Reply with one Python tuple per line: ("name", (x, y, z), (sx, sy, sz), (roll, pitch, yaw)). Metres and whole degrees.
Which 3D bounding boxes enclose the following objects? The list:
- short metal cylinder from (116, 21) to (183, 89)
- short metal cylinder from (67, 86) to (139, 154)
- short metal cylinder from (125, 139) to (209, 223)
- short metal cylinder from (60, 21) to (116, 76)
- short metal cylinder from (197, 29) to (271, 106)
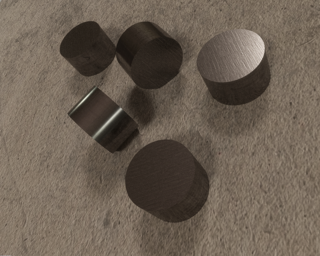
("short metal cylinder", (-0.015, -0.102, 0.438), (0.080, 0.080, 0.050), (-39, 51, 2))
("short metal cylinder", (-0.075, -0.011, 0.413), (0.050, 0.080, 0.080), (-48, 52, -5))
("short metal cylinder", (0.009, 0.059, 0.346), (0.080, 0.050, 0.080), (-13, 56, 20))
("short metal cylinder", (-0.124, -0.136, 0.534), (0.080, 0.050, 0.080), (-13, 56, 20))
("short metal cylinder", (0.092, -0.075, 0.385), (0.080, 0.050, 0.080), (-13, 56, 20))
